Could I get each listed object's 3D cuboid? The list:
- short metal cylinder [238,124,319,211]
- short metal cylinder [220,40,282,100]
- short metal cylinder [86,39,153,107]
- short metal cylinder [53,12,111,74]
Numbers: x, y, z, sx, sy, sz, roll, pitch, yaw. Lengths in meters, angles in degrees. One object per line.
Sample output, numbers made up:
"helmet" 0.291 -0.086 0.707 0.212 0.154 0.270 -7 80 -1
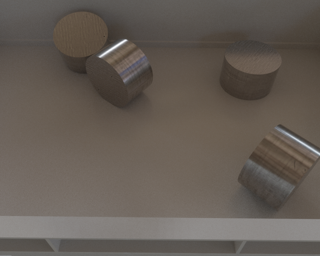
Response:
"short metal cylinder" 0.130 0.043 0.335 0.080 0.080 0.050 -37 60 -27
"short metal cylinder" 0.134 -0.087 0.464 0.081 0.050 0.080 0 50 0
"short metal cylinder" -0.057 -0.076 0.433 0.080 0.080 0.050 32 57 23
"short metal cylinder" -0.118 -0.131 0.481 0.081 0.050 0.080 0 71 -1
